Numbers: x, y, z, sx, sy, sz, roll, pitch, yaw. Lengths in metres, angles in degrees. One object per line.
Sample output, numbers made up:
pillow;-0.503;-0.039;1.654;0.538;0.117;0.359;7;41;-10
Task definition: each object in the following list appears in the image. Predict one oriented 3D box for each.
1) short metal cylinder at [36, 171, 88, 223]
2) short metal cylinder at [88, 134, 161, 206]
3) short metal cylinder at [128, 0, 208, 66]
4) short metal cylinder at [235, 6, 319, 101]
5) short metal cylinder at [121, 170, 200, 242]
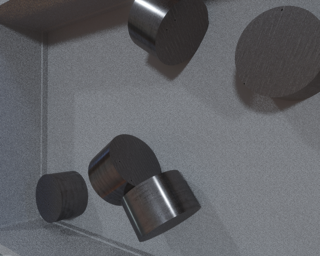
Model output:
short metal cylinder;-0.168;0.116;0.530;0.080;0.050;0.080;0;90;40
short metal cylinder;-0.046;0.055;0.409;0.050;0.081;0.080;-42;65;32
short metal cylinder;0.010;-0.121;0.363;0.050;0.081;0.080;41;115;32
short metal cylinder;0.119;-0.067;0.292;0.080;0.050;0.080;0;90;40
short metal cylinder;0.000;0.093;0.371;0.080;0.081;0.050;-45;63;31
